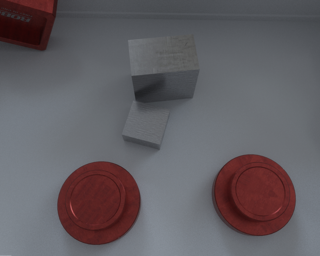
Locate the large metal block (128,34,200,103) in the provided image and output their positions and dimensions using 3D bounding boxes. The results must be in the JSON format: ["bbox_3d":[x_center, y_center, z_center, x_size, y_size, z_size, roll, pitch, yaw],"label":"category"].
[{"bbox_3d":[0.004,-0.075,0.408,0.081,0.080,0.050,-6,70,-3],"label":"large metal block"}]

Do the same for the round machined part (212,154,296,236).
[{"bbox_3d":[0.115,0.079,0.373,0.099,0.042,0.098,0,70,-1],"label":"round machined part"}]

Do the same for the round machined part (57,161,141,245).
[{"bbox_3d":[-0.073,0.087,0.368,0.099,0.042,0.098,0,70,-1],"label":"round machined part"}]

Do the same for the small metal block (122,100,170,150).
[{"bbox_3d":[-0.018,-0.004,0.411,0.050,0.025,0.050,15,71,5],"label":"small metal block"}]

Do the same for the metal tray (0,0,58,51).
[{"bbox_3d":[-0.209,-0.150,0.401,0.131,0.090,0.030,9,68,-26],"label":"metal tray"}]
